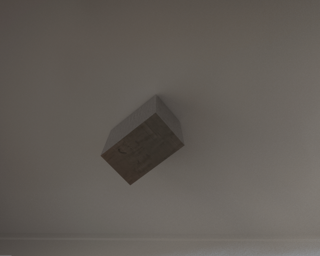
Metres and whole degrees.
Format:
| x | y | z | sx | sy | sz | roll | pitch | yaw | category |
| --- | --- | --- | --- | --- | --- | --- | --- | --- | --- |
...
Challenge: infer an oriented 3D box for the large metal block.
| x | y | z | sx | sy | sz | roll | pitch | yaw | category |
| --- | --- | --- | --- | --- | --- | --- | --- | --- | --- |
| -0.020 | 0.011 | 0.383 | 0.080 | 0.080 | 0.050 | -38 | 106 | 12 | large metal block |
